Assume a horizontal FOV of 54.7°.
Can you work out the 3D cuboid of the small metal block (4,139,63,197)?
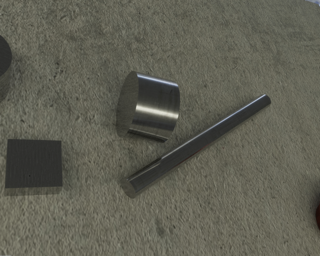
[{"bbox_3d":[-0.127,0.040,0.311,0.050,0.025,0.050,3,60,-27],"label":"small metal block"}]

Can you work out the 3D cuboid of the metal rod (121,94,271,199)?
[{"bbox_3d":[0.071,0.011,0.434,0.302,0.025,0.025,-28,77,-37],"label":"metal rod"}]

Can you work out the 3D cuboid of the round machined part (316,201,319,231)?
[{"bbox_3d":[0.272,0.137,0.455,0.099,0.042,0.098,14,56,-21],"label":"round machined part"}]

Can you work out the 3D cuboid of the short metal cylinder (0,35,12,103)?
[{"bbox_3d":[-0.198,-0.063,0.319,0.081,0.050,0.080,14,56,-21],"label":"short metal cylinder"}]

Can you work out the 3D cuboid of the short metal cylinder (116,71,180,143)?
[{"bbox_3d":[-0.017,-0.024,0.374,0.050,0.080,0.080,10,57,-23],"label":"short metal cylinder"}]
